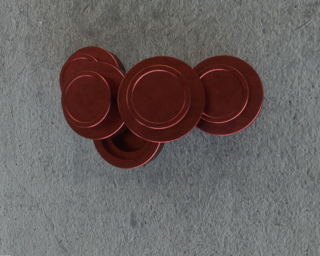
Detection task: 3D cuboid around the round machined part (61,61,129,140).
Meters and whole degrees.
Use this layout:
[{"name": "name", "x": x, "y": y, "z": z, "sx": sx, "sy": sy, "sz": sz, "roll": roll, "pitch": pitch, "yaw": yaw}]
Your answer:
[{"name": "round machined part", "x": -0.081, "y": -0.034, "z": 0.384, "sx": 0.098, "sy": 0.042, "sz": 0.097, "roll": 0, "pitch": 90, "yaw": 19}]

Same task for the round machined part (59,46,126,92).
[{"name": "round machined part", "x": -0.100, "y": -0.066, "z": 0.434, "sx": 0.098, "sy": 0.042, "sz": 0.097, "roll": 0, "pitch": 90, "yaw": 19}]

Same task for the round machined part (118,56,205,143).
[{"name": "round machined part", "x": 0.001, "y": -0.033, "z": 0.345, "sx": 0.099, "sy": 0.042, "sz": 0.097, "roll": 0, "pitch": 89, "yaw": 6}]

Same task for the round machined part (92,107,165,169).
[{"name": "round machined part", "x": -0.037, "y": 0.003, "z": 0.413, "sx": 0.098, "sy": 0.042, "sz": 0.097, "roll": 0, "pitch": 90, "yaw": 19}]

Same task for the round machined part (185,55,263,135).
[{"name": "round machined part", "x": 0.073, "y": -0.040, "z": 0.374, "sx": 0.098, "sy": 0.042, "sz": 0.097, "roll": 0, "pitch": 90, "yaw": 19}]
